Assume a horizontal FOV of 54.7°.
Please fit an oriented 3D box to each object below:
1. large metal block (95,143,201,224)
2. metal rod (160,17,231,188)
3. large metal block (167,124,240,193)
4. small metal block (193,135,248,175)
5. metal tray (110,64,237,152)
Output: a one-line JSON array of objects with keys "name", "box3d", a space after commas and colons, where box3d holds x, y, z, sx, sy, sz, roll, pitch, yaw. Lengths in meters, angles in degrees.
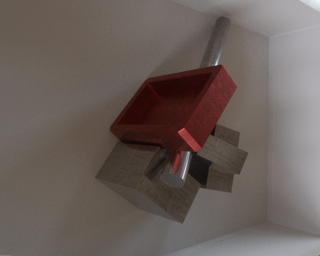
[{"name": "large metal block", "box3d": [-0.014, 0.062, 0.361, 0.080, 0.080, 0.050, 44, 63, -32]}, {"name": "metal rod", "box3d": [0.056, -0.057, 0.395, 0.025, 0.025, 0.300, 49, 44, -29]}, {"name": "large metal block", "box3d": [0.054, 0.039, 0.418, 0.050, 0.080, 0.080, 18, 79, -39]}, {"name": "small metal block", "box3d": [0.062, 0.029, 0.346, 0.050, 0.050, 0.025, 26, 80, -5]}, {"name": "metal tray", "box3d": [0.010, -0.021, 0.346, 0.030, 0.130, 0.090, 48, 63, -29]}]
